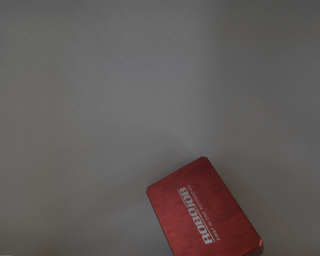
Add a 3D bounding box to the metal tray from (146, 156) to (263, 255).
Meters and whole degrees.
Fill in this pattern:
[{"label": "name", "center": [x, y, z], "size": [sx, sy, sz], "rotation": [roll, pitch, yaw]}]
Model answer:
[{"label": "metal tray", "center": [0.048, 0.107, 0.370], "size": [0.090, 0.030, 0.130], "rotation": [-29, 48, -1]}]
